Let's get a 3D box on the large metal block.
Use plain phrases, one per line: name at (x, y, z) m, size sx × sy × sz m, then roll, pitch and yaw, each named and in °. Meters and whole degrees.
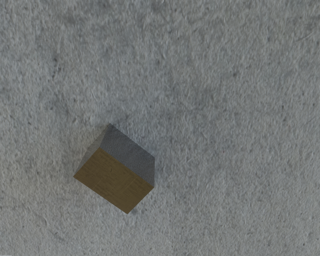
large metal block at (-0.054, 0.049, 0.398) m, size 0.080 × 0.080 × 0.050 m, roll 39°, pitch 105°, yaw -13°
